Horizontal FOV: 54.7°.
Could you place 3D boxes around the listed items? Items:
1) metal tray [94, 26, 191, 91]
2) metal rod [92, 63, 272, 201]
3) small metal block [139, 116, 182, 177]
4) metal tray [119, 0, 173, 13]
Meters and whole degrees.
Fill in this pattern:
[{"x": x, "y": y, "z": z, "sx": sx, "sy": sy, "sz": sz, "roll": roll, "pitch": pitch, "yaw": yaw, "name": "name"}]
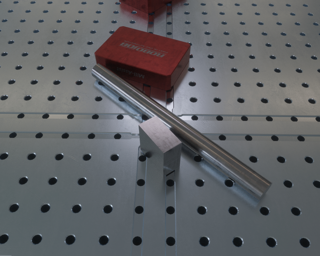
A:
[{"x": -0.027, "y": -0.116, "z": 0.502, "sx": 0.130, "sy": 0.030, "sz": 0.090, "roll": 19, "pitch": 52, "yaw": 15, "name": "metal tray"}, {"x": 0.011, "y": -0.009, "z": 0.415, "sx": 0.300, "sy": 0.025, "sz": 0.025, "roll": 37, "pitch": 59, "yaw": 26, "name": "metal rod"}, {"x": 0.000, "y": 0.022, "z": 0.373, "sx": 0.025, "sy": 0.050, "sz": 0.050, "roll": -29, "pitch": 56, "yaw": -22, "name": "small metal block"}, {"x": -0.013, "y": -0.294, "z": 0.652, "sx": 0.090, "sy": 0.030, "sz": 0.131, "roll": 33, "pitch": 57, "yaw": 24, "name": "metal tray"}]
